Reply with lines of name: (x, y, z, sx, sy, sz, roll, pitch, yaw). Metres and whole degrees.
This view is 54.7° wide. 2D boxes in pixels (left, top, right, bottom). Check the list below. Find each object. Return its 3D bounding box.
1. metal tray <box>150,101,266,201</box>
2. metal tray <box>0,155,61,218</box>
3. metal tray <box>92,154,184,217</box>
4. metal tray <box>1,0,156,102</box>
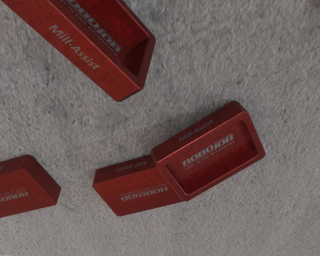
metal tray: (0.065, 0.034, 0.411, 0.130, 0.030, 0.090, -31, 126, 4)
metal tray: (-0.235, 0.095, 0.482, 0.130, 0.030, 0.090, -15, 129, 12)
metal tray: (-0.025, 0.088, 0.479, 0.130, 0.030, 0.090, -17, 129, 13)
metal tray: (-0.062, -0.096, 0.278, 0.030, 0.090, 0.130, -26, 127, 32)
